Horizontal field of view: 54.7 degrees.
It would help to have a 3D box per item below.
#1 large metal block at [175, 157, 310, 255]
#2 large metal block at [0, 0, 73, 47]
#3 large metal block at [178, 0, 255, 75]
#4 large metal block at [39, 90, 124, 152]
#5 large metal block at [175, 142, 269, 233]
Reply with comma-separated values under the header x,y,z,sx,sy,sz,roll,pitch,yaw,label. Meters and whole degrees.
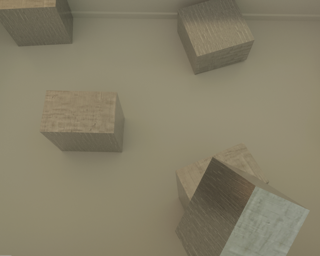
x,y,z,sx,sy,sz,roll,pitch,yaw,label
0.062,0.080,0.262,0.050,0.080,0.080,25,93,-15,large metal block
-0.174,-0.162,0.438,0.081,0.080,0.050,-3,70,-1,large metal block
0.076,-0.133,0.443,0.080,0.050,0.080,-17,71,-4,large metal block
-0.090,-0.005,0.382,0.080,0.080,0.050,1,70,0,large metal block
0.066,0.070,0.350,0.080,0.080,0.050,-22,58,-8,large metal block
